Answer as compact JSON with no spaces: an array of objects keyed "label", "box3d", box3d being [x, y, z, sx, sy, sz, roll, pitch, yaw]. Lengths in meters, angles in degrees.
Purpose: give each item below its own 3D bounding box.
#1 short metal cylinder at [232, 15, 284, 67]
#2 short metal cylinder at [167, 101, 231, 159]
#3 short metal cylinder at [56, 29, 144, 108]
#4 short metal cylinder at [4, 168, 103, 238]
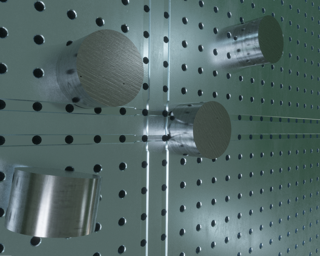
[{"label":"short metal cylinder","box3d":[0.171,-0.149,0.539,0.081,0.050,0.079,0,90,-40]},{"label":"short metal cylinder","box3d":[0.057,0.003,0.443,0.081,0.050,0.079,0,90,-40]},{"label":"short metal cylinder","box3d":[-0.065,-0.062,0.340,0.081,0.050,0.079,0,91,-40]},{"label":"short metal cylinder","box3d":[-0.098,0.067,0.292,0.081,0.080,0.050,12,82,-40]}]
